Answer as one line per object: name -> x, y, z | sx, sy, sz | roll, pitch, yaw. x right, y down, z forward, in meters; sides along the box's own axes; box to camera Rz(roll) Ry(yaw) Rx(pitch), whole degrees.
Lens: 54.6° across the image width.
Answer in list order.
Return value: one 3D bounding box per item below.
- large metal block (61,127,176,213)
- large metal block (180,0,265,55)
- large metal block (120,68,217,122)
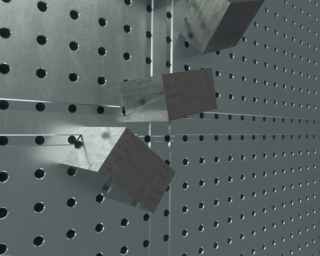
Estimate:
large metal block -> -0.045, 0.043, 0.335 | 0.080, 0.080, 0.050 | 45, 63, -31
large metal block -> 0.086, -0.157, 0.435 | 0.081, 0.080, 0.050 | -23, 64, -38
large metal block -> 0.010, -0.040, 0.381 | 0.081, 0.080, 0.050 | -15, 100, -39
